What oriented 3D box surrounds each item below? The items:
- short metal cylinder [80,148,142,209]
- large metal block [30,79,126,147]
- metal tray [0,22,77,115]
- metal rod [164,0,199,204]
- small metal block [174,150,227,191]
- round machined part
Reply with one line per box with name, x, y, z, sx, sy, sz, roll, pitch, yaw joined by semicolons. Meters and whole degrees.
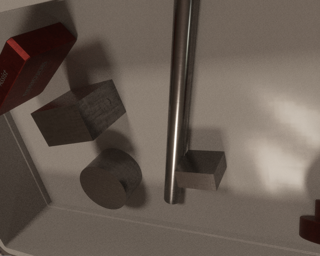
short metal cylinder;-0.075;0.078;0.479;0.080;0.050;0.079;13;124;20
large metal block;-0.106;-0.020;0.415;0.080;0.080;0.050;-8;114;31
metal tray;-0.175;-0.076;0.409;0.030;0.090;0.129;47;129;-5
metal rod;0.023;-0.021;0.382;0.025;0.025;0.298;15;125;19
small metal block;0.053;0.053;0.396;0.050;0.050;0.025;1;119;27
round machined part;0.203;0.102;0.331;0.098;0.098;0.042;2;82;27
